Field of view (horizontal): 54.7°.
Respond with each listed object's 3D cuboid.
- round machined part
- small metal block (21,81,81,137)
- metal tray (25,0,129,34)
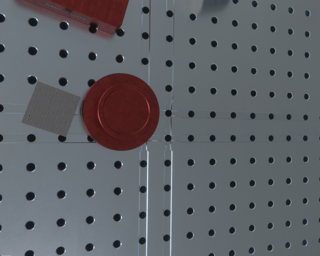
[{"bbox_3d":[-0.046,-0.020,0.386,0.099,0.042,0.097,0,90,-20],"label":"round machined part"},{"bbox_3d":[-0.128,-0.021,0.365,0.050,0.025,0.050,21,83,-19],"label":"small metal block"},{"bbox_3d":[-0.100,-0.181,0.373,0.131,0.030,0.090,17,84,-19],"label":"metal tray"}]
